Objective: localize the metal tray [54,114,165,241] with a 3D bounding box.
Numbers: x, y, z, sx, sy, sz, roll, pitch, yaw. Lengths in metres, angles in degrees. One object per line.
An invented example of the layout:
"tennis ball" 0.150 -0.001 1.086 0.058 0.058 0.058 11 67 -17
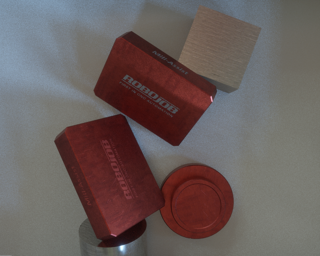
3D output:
"metal tray" -0.057 0.053 0.372 0.030 0.091 0.130 -32 81 42

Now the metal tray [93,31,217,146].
"metal tray" -0.008 -0.046 0.385 0.130 0.030 0.089 33 126 -1

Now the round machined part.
"round machined part" 0.048 0.097 0.404 0.099 0.042 0.097 0 90 -1

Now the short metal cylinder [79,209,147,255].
"short metal cylinder" -0.056 0.142 0.378 0.081 0.080 0.050 -1 105 -1

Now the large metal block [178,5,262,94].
"large metal block" 0.071 -0.098 0.400 0.080 0.050 0.080 21 90 -1
